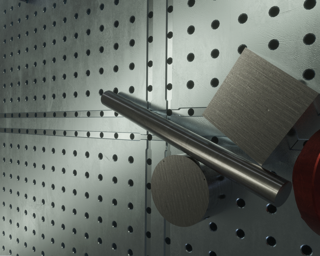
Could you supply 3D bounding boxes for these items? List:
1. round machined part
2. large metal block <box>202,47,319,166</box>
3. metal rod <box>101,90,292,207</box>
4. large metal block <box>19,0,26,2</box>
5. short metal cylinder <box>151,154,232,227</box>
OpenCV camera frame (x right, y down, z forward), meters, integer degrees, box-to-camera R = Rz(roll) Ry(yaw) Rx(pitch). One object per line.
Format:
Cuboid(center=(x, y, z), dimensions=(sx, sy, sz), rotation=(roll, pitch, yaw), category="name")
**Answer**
Cuboid(center=(0.150, 0.043, 0.251), dimensions=(0.042, 0.099, 0.097), rotation=(177, 92, -75), category="round machined part")
Cuboid(center=(0.103, -0.021, 0.308), dimensions=(0.080, 0.050, 0.080), rotation=(45, 117, 30), category="large metal block")
Cuboid(center=(0.013, 0.005, 0.369), dimensions=(0.300, 0.025, 0.025), rotation=(29, 108, 45), category="metal rod")
Cuboid(center=(-0.302, -0.326, 0.642), dimensions=(0.080, 0.050, 0.080), rotation=(-49, 61, 29), category="large metal block")
Cuboid(center=(0.036, 0.069, 0.363), dimensions=(0.080, 0.050, 0.079), rotation=(1, 91, 40), category="short metal cylinder")
